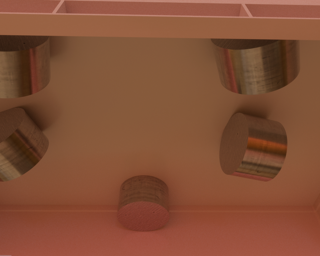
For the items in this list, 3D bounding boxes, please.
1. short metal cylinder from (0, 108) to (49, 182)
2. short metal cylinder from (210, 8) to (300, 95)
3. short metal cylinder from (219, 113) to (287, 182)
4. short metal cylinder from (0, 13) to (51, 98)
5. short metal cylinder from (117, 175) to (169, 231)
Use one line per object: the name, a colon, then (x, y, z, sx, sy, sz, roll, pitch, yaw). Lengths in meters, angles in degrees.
short metal cylinder: (-0.189, 0.020, 0.387, 0.080, 0.080, 0.050, -16, 128, 13)
short metal cylinder: (0.095, -0.077, 0.309, 0.080, 0.080, 0.050, -14, 129, 11)
short metal cylinder: (0.116, 0.025, 0.396, 0.050, 0.080, 0.079, 12, 129, -11)
short metal cylinder: (-0.152, -0.073, 0.308, 0.081, 0.080, 0.050, 9, 130, -8)
short metal cylinder: (-0.026, 0.121, 0.496, 0.081, 0.050, 0.079, 0, 130, 0)
